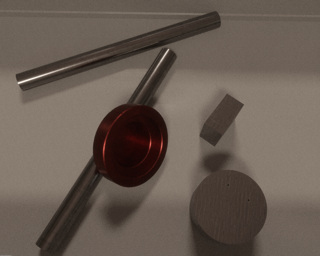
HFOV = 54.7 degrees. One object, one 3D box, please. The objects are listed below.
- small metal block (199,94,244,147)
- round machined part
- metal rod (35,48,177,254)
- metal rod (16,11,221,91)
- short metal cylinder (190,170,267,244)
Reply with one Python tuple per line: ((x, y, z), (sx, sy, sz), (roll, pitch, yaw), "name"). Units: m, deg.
((0.079, -0.009, 0.401), (0.025, 0.050, 0.050), (36, 74, 12), "small metal block")
((-0.039, 0.018, 0.374), (0.042, 0.098, 0.098), (14, 66, 44), "round machined part")
((-0.060, 0.016, 0.403), (0.025, 0.025, 0.300), (28, 72, 9), "metal rod")
((-0.054, -0.114, 0.450), (0.302, 0.025, 0.025), (-20, 72, -8), "metal rod")
((0.077, 0.094, 0.363), (0.081, 0.050, 0.080), (0, 70, 0), "short metal cylinder")
